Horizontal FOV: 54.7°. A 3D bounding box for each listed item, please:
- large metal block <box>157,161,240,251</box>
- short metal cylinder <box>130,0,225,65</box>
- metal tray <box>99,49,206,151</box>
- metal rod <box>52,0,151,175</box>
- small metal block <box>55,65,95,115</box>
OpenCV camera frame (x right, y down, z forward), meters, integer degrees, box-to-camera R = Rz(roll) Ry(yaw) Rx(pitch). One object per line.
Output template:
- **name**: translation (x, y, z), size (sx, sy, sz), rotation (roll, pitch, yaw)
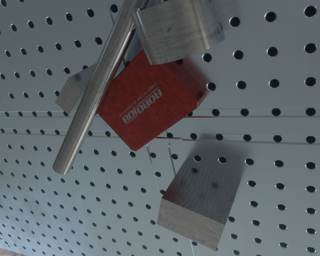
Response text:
- **large metal block**: translation (0.052, 0.099, 0.409), size (0.080, 0.080, 0.050), rotation (20, 126, 16)
- **short metal cylinder**: translation (0.018, -0.101, 0.303), size (0.080, 0.080, 0.050), rotation (-7, 115, 31)
- **metal tray**: translation (-0.019, -0.035, 0.395), size (0.090, 0.030, 0.129), rotation (48, 128, -7)
- **metal rod**: translation (-0.073, -0.056, 0.376), size (0.025, 0.025, 0.298), rotation (34, 117, 5)
- **small metal block**: translation (-0.107, -0.052, 0.418), size (0.025, 0.050, 0.050), rotation (43, 129, -2)
